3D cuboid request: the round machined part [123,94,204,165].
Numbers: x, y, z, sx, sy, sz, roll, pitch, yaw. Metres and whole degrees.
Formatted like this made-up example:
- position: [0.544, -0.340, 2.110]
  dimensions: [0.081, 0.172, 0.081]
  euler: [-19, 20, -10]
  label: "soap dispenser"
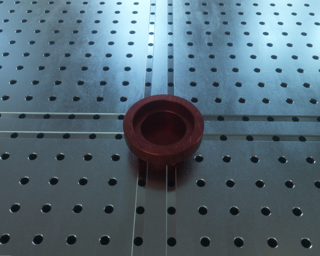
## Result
- position: [0.004, 0.006, 0.392]
  dimensions: [0.099, 0.042, 0.098]
  euler: [0, 50, 0]
  label: "round machined part"
